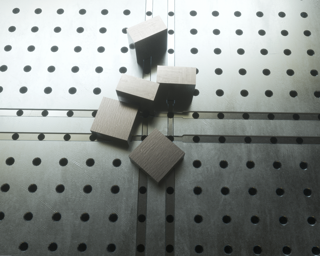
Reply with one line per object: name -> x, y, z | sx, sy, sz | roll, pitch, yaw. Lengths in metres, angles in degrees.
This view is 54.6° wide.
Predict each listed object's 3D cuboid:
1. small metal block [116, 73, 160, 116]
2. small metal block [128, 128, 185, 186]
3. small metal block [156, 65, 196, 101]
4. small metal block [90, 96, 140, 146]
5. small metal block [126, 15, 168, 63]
small metal block -> -0.028, -0.044, 0.414 | 0.050, 0.050, 0.025 | 16, 71, 6
small metal block -> -0.004, 0.037, 0.398 | 0.050, 0.025, 0.050 | 40, 75, 13
small metal block -> 0.021, -0.060, 0.420 | 0.050, 0.050, 0.025 | 3, 70, 1
small metal block -> -0.059, -0.009, 0.415 | 0.050, 0.025, 0.050 | 15, 71, 5
small metal block -> -0.018, -0.127, 0.445 | 0.050, 0.050, 0.025 | -26, 72, -9
